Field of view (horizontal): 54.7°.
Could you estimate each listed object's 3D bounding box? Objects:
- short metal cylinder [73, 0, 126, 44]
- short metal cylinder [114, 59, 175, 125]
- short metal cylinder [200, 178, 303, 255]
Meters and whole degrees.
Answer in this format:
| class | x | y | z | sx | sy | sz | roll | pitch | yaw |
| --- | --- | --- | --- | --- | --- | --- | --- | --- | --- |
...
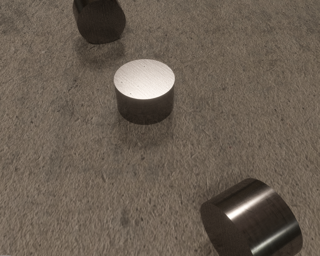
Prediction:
| class | x | y | z | sx | sy | sz | roll | pitch | yaw |
| --- | --- | --- | --- | --- | --- | --- | --- | --- | --- |
| short metal cylinder | -0.104 | -0.191 | 0.527 | 0.081 | 0.080 | 0.050 | -14 | 52 | -12 |
| short metal cylinder | -0.021 | -0.050 | 0.429 | 0.081 | 0.050 | 0.080 | 0 | 50 | 0 |
| short metal cylinder | 0.082 | 0.094 | 0.290 | 0.050 | 0.080 | 0.080 | -25 | 55 | -19 |
